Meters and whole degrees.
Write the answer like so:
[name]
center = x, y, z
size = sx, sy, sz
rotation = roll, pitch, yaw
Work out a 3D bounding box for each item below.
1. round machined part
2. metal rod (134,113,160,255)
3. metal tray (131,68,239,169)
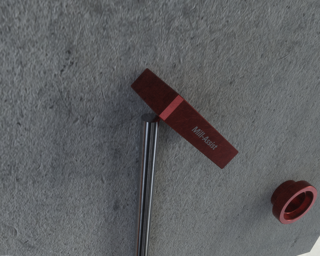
[round machined part]
center = 0.270, 0.147, 0.638
size = 0.099, 0.042, 0.097
rotation = -14, 125, -21
[metal rod]
center = -0.023, 0.116, 0.467
size = 0.025, 0.025, 0.298
rotation = -10, 123, -24
[metal tray]
center = 0.031, -0.010, 0.377
size = 0.030, 0.090, 0.130
rotation = -48, 130, 5
